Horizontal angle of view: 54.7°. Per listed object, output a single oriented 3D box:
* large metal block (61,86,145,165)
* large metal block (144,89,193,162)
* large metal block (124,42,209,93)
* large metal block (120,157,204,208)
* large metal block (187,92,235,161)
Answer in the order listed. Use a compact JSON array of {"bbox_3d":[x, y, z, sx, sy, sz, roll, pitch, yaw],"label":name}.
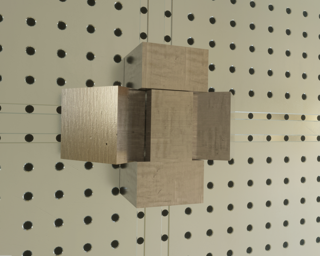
[{"bbox_3d":[-0.065,-0.004,0.353,0.050,0.080,0.079,0,91,-60],"label":"large metal block"},{"bbox_3d":[0.000,-0.002,0.383,0.050,0.080,0.079,1,90,-20],"label":"large metal block"},{"bbox_3d":[0.005,-0.068,0.385,0.081,0.080,0.050,1,90,-20],"label":"large metal block"},{"bbox_3d":[-0.001,0.061,0.383,0.081,0.080,0.050,1,90,-20],"label":"large metal block"},{"bbox_3d":[0.069,-0.002,0.401,0.050,0.080,0.079,1,89,17],"label":"large metal block"}]
